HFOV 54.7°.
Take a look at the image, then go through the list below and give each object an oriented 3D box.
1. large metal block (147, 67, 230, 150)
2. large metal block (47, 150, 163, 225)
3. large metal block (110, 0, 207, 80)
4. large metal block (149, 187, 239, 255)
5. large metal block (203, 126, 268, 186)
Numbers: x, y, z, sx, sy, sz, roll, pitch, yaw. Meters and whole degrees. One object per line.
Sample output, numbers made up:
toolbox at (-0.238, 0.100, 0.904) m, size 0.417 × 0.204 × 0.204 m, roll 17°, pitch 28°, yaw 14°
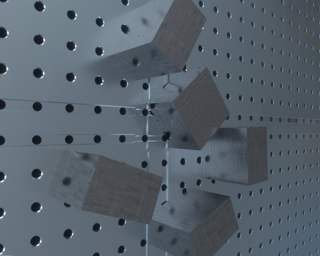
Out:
large metal block at (0.042, -0.026, 0.430) m, size 0.080 × 0.050 × 0.080 m, roll -47°, pitch 118°, yaw -30°
large metal block at (-0.058, 0.061, 0.326) m, size 0.080 × 0.080 × 0.050 m, roll 26°, pitch 74°, yaw -37°
large metal block at (-0.002, -0.109, 0.373) m, size 0.050 × 0.080 × 0.080 m, roll 39°, pitch 66°, yaw -34°
large metal block at (0.044, 0.127, 0.413) m, size 0.081 × 0.080 × 0.050 m, roll -29°, pitch 109°, yaw -37°
large metal block at (0.113, 0.038, 0.471) m, size 0.050 × 0.080 × 0.079 m, roll -4°, pitch 93°, yaw -40°
